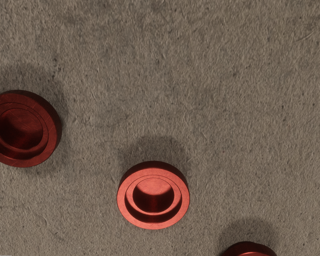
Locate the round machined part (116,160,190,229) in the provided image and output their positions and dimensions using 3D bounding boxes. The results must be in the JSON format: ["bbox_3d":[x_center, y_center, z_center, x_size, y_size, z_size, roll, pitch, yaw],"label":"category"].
[{"bbox_3d":[-0.009,0.089,0.433,0.099,0.042,0.097,0,110,-1],"label":"round machined part"}]

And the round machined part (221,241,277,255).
[{"bbox_3d":[0.137,0.218,0.483,0.099,0.042,0.097,0,110,-1],"label":"round machined part"}]

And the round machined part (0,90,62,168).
[{"bbox_3d":[-0.175,-0.002,0.398,0.099,0.042,0.097,0,110,-1],"label":"round machined part"}]
